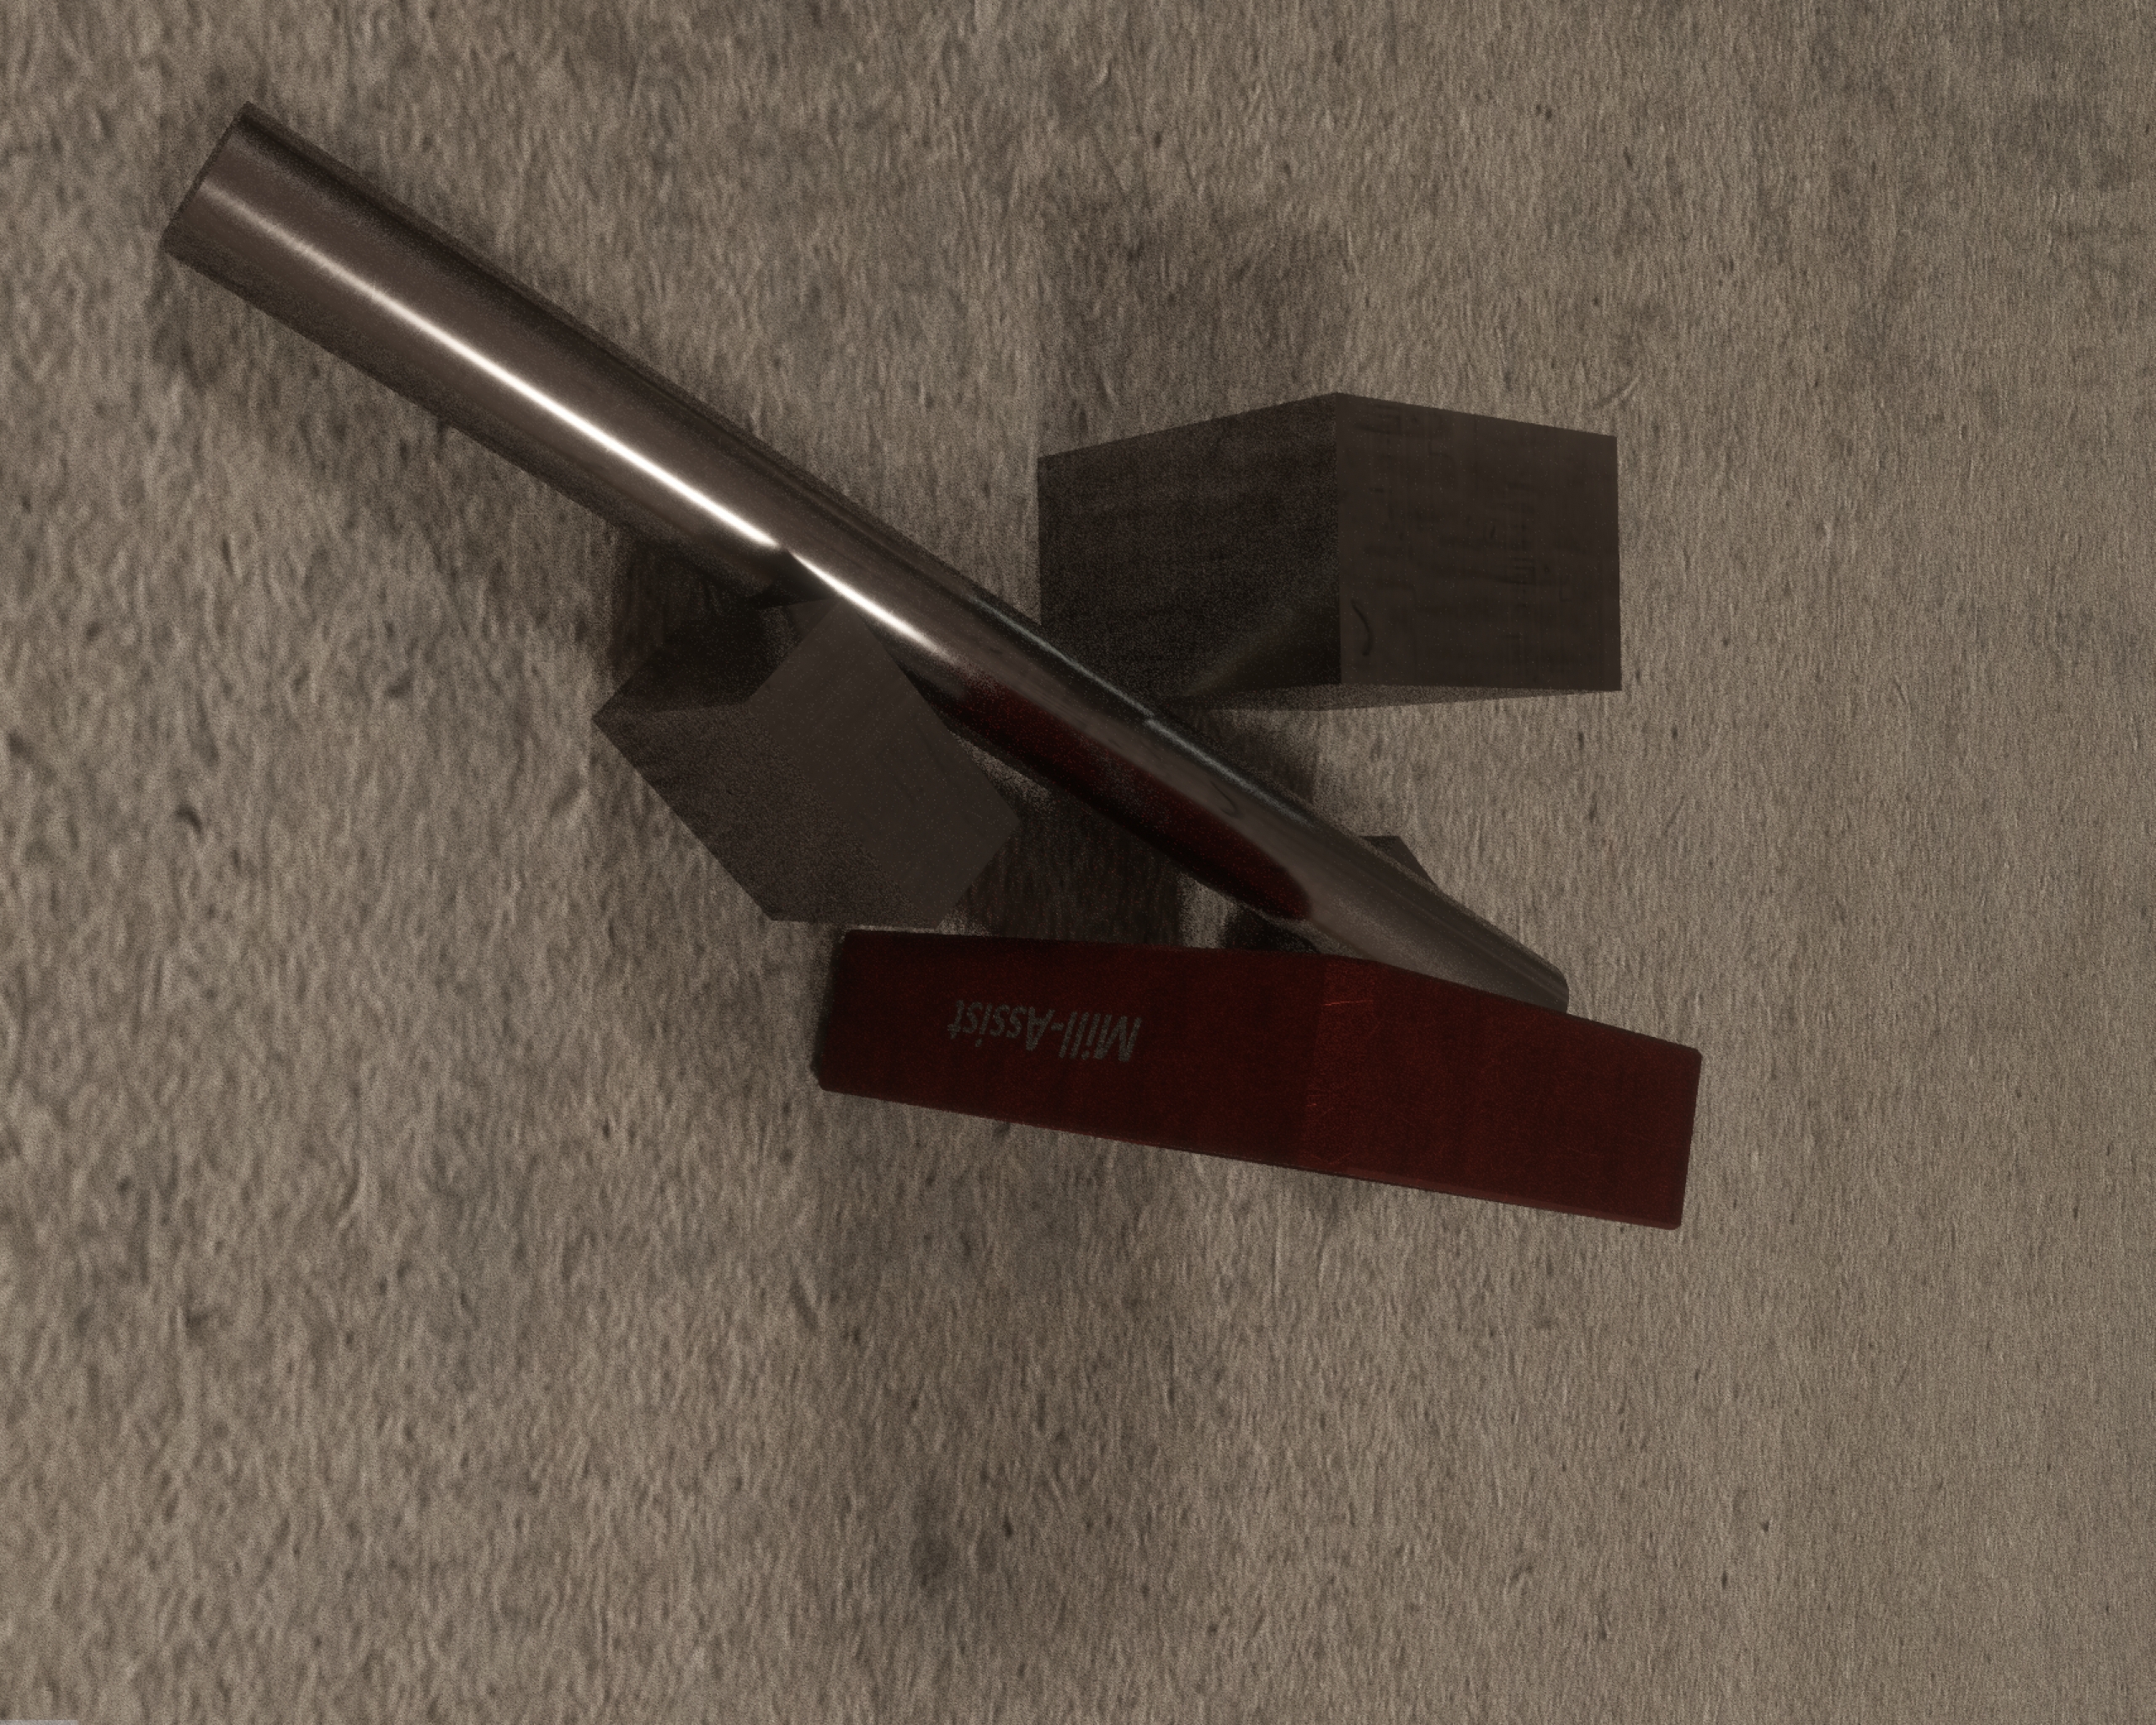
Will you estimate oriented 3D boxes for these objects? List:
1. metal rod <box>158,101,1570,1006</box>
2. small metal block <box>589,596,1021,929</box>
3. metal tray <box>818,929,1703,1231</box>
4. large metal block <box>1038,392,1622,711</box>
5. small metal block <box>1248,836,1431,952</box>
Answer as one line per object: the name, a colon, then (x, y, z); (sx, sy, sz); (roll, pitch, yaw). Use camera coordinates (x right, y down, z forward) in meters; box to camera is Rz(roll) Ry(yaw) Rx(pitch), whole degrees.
metal rod: (-0.015, -0.033, 0.378); (0.301, 0.025, 0.025); (31, 71, -31)
small metal block: (-0.046, -0.016, 0.352); (0.050, 0.050, 0.025); (52, 59, -28)
metal tray: (0.028, 0.036, 0.363); (0.091, 0.130, 0.030); (16, 80, -39)
large metal block: (0.049, -0.057, 0.412); (0.081, 0.080, 0.050); (-3, 92, -40)
small metal block: (0.063, 0.029, 0.462); (0.050, 0.025, 0.050); (49, 61, -29)
